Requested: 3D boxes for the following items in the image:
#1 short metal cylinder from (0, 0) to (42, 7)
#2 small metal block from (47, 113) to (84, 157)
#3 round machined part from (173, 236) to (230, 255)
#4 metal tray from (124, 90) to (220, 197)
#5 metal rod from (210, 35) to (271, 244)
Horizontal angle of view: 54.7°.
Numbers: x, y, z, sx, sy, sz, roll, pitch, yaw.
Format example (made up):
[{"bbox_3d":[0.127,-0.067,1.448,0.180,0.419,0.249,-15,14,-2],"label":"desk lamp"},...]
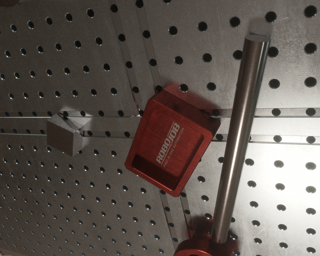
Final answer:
[{"bbox_3d":[-0.174,-0.190,0.367,0.080,0.050,0.079,13,124,20],"label":"short metal cylinder"},{"bbox_3d":[-0.152,0.011,0.496,0.050,0.025,0.050,24,127,13],"label":"small metal block"},{"bbox_3d":[0.073,0.212,0.492,0.098,0.042,0.097,13,124,20],"label":"round machined part"},{"bbox_3d":[0.012,0.025,0.415,0.090,0.030,0.129,30,128,8],"label":"metal tray"},{"bbox_3d":[0.092,0.037,0.384,0.025,0.025,0.298,15,125,19],"label":"metal rod"}]
